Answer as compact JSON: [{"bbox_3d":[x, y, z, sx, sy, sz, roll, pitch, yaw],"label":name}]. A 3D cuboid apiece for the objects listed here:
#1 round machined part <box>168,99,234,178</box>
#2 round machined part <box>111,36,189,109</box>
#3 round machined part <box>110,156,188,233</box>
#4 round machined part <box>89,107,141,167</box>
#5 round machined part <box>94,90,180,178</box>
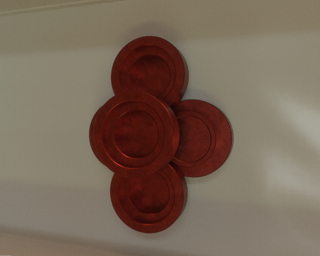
[{"bbox_3d":[0.039,0.013,0.384,0.098,0.042,0.097,0,90,19],"label":"round machined part"},{"bbox_3d":[-0.010,-0.065,0.402,0.098,0.042,0.097,0,90,19],"label":"round machined part"},{"bbox_3d":[-0.011,0.082,0.402,0.098,0.042,0.097,0,90,19],"label":"round machined part"},{"bbox_3d":[-0.054,0.009,0.418,0.098,0.042,0.097,0,90,19],"label":"round machined part"},{"bbox_3d":[-0.024,0.007,0.362,0.098,0.042,0.097,0,90,19],"label":"round machined part"}]
